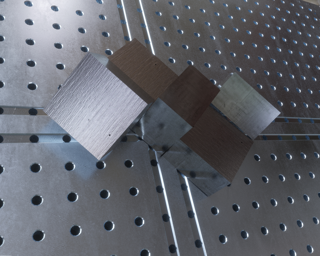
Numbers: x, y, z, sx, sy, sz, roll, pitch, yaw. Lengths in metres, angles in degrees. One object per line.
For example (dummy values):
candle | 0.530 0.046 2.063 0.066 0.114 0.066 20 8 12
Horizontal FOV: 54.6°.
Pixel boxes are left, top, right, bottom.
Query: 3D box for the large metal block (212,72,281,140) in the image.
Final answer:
large metal block | 0.116 -0.034 0.448 0.080 0.050 0.080 42 11 0

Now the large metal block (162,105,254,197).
large metal block | 0.064 0.028 0.409 0.080 0.050 0.080 41 51 1

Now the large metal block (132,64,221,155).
large metal block | 0.020 -0.023 0.396 0.050 0.080 0.080 42 51 -2

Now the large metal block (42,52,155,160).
large metal block | -0.065 -0.025 0.344 0.080 0.080 0.050 42 12 0

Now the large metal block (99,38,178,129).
large metal block | -0.035 -0.059 0.409 0.080 0.050 0.080 42 52 -1
